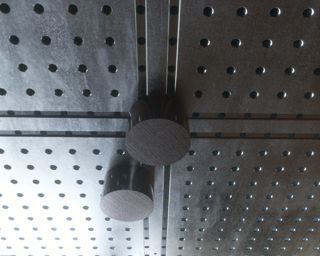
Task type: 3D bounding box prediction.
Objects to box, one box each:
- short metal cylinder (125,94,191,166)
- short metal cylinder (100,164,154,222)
[{"bbox_3d":[-0.003,0.003,0.398,0.081,0.050,0.079,0,130,0],"label":"short metal cylinder"},{"bbox_3d":[-0.049,0.101,0.481,0.081,0.050,0.079,0,130,0],"label":"short metal cylinder"}]
